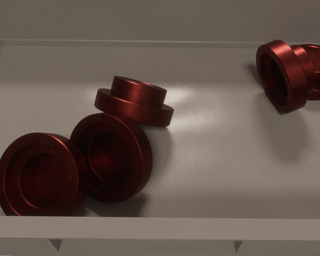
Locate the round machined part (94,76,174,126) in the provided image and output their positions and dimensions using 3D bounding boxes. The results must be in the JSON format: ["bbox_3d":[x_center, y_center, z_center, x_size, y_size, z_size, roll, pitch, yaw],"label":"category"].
[{"bbox_3d":[-0.029,-0.037,0.390,0.099,0.042,0.098,15,10,-3],"label":"round machined part"}]

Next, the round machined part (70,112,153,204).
[{"bbox_3d":[-0.050,0.030,0.344,0.098,0.097,0.042,29,20,21],"label":"round machined part"}]

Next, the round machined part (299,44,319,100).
[{"bbox_3d":[0.227,-0.091,0.472,0.099,0.042,0.098,-1,50,1],"label":"round machined part"}]

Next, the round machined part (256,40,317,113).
[{"bbox_3d":[0.171,-0.072,0.416,0.042,0.098,0.098,-22,52,1],"label":"round machined part"}]

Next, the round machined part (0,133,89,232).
[{"bbox_3d":[-0.118,0.054,0.326,0.098,0.042,0.097,-1,86,17],"label":"round machined part"}]
